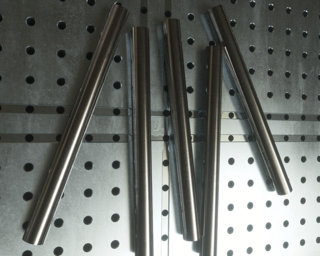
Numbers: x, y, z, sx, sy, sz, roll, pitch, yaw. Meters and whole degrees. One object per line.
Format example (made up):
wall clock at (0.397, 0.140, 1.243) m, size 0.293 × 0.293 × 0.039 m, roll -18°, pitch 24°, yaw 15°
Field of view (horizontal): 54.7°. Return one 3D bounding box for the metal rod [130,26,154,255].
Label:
metal rod at (-0.023, 0.021, 0.404) m, size 0.025 × 0.025 × 0.298 m, roll -1°, pitch 91°, yaw -20°

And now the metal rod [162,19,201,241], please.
metal rod at (0.029, 0.004, 0.424) m, size 0.025 × 0.025 × 0.298 m, roll -7°, pitch 92°, yaw -20°

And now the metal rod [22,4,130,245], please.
metal rod at (-0.099, -0.010, 0.376) m, size 0.025 × 0.025 × 0.299 m, roll 21°, pitch 83°, yaw -19°

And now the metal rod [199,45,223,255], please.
metal rod at (0.073, 0.034, 0.440) m, size 0.025 × 0.025 × 0.298 m, roll 2°, pitch 89°, yaw -20°

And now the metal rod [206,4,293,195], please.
metal rod at (0.137, -0.036, 0.464) m, size 0.025 × 0.025 × 0.299 m, roll -26°, pitch 99°, yaw -18°
